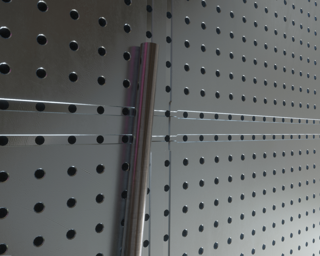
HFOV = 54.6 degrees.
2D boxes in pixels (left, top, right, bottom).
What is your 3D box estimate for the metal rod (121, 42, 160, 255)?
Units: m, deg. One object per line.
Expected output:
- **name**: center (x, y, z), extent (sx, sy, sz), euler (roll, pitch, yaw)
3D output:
- **metal rod**: center (-0.025, 0.043, 0.386), extent (0.025, 0.025, 0.299), euler (8, 85, -40)
